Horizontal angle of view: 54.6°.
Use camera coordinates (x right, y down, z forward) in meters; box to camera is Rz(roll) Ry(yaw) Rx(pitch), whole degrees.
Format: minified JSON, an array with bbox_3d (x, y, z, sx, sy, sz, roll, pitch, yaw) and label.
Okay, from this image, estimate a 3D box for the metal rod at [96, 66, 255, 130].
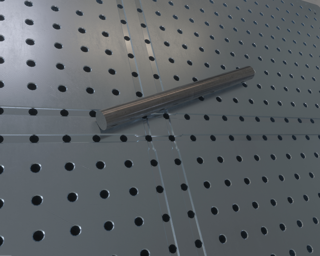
[{"bbox_3d":[0.043,-0.054,0.463,0.302,0.025,0.025,-21,73,-36],"label":"metal rod"}]
